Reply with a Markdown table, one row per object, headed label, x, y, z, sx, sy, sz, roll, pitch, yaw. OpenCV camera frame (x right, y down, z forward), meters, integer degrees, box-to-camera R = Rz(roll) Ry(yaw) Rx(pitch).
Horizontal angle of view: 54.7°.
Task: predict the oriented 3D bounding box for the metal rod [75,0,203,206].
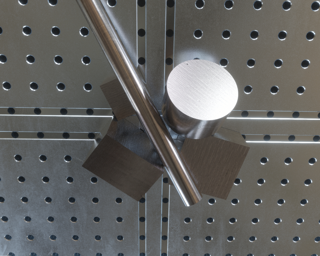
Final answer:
| label | x | y | z | sx | sy | sz | roll | pitch | yaw |
| --- | --- | --- | --- | --- | --- | --- | --- | --- | --- |
| metal rod | -0.028 | -0.042 | 0.365 | 0.025 | 0.025 | 0.299 | -27 | 97 | 9 |

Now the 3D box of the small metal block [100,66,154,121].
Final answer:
| label | x | y | z | sx | sy | sz | roll | pitch | yaw |
| --- | --- | --- | --- | --- | --- | --- | --- | --- | --- |
| small metal block | -0.041 | -0.044 | 0.397 | 0.050 | 0.025 | 0.050 | -23 | 109 | 8 |

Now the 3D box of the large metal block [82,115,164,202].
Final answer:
| label | x | y | z | sx | sy | sz | roll | pitch | yaw |
| --- | --- | --- | --- | --- | --- | --- | --- | --- | --- |
| large metal block | -0.043 | 0.034 | 0.396 | 0.080 | 0.080 | 0.050 | 35 | 106 | -13 |

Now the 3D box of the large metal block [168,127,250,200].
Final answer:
| label | x | y | z | sx | sy | sz | roll | pitch | yaw |
| --- | --- | --- | --- | --- | --- | --- | --- | --- | --- |
| large metal block | 0.061 | 0.040 | 0.415 | 0.080 | 0.050 | 0.079 | 16 | 109 | -7 |

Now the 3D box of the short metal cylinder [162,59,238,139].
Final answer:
| label | x | y | z | sx | sy | sz | roll | pitch | yaw |
| --- | --- | --- | --- | --- | --- | --- | --- | --- | --- |
| short metal cylinder | 0.045 | -0.033 | 0.365 | 0.081 | 0.080 | 0.050 | 8 | 153 | -4 |
